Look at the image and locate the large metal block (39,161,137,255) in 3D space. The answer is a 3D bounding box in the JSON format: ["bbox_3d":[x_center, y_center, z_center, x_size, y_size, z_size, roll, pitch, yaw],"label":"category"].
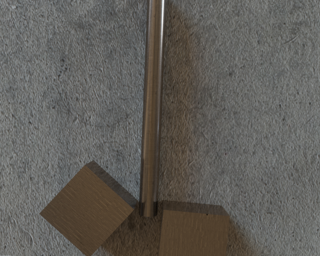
[{"bbox_3d":[-0.088,0.100,0.396,0.080,0.050,0.080,43,90,-1],"label":"large metal block"}]

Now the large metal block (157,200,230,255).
[{"bbox_3d":[0.040,0.142,0.398,0.081,0.050,0.079,6,90,-1],"label":"large metal block"}]

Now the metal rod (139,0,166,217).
[{"bbox_3d":[-0.010,-0.035,0.409,0.025,0.025,0.298,2,90,-1],"label":"metal rod"}]
